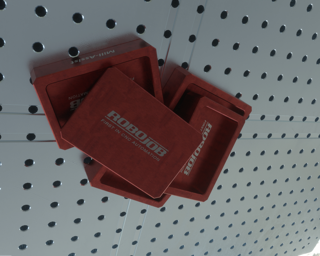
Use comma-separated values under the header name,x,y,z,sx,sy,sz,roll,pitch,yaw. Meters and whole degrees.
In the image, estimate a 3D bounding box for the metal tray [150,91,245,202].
name,x,y,z,sx,sy,sz,roll,pitch,yaw
metal tray,0.050,0.028,0.411,0.090,0.030,0.129,22,95,-36

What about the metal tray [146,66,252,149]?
name,x,y,z,sx,sy,sz,roll,pitch,yaw
metal tray,0.056,-0.017,0.426,0.131,0.030,0.090,21,107,-35

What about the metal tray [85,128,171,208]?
name,x,y,z,sx,sy,sz,roll,pitch,yaw
metal tray,-0.024,0.054,0.428,0.131,0.030,0.090,29,102,-38

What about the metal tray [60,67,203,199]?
name,x,y,z,sx,sy,sz,roll,pitch,yaw
metal tray,-0.029,0.006,0.343,0.130,0.030,0.090,37,90,-17

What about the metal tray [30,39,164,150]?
name,x,y,z,sx,sy,sz,roll,pitch,yaw
metal tray,-0.064,-0.038,0.349,0.131,0.030,0.090,-20,126,-16
